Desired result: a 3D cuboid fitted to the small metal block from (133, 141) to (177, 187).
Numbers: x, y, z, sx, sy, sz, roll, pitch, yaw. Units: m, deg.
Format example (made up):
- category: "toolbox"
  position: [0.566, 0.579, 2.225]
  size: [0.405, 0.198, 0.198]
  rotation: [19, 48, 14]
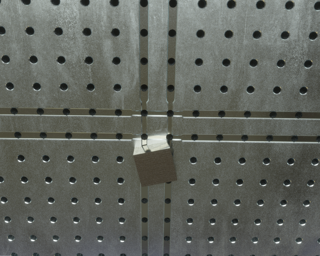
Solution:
- category: "small metal block"
  position: [-0.006, 0.050, 0.432]
  size: [0.050, 0.025, 0.050]
  rotation: [-11, 110, 4]
